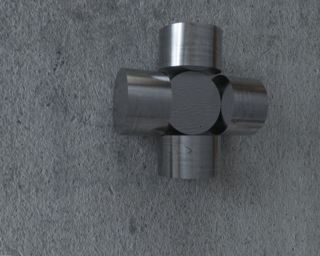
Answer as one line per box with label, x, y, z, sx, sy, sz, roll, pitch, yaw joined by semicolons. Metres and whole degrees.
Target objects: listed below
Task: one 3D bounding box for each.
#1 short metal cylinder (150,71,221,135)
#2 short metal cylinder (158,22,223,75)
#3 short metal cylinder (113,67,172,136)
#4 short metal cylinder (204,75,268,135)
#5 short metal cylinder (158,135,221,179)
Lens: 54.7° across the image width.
short metal cylinder;0.032;-0.031;0.410;0.081;0.050;0.079;0;90;-21
short metal cylinder;0.038;-0.097;0.395;0.081;0.080;0.050;2;90;-20
short metal cylinder;-0.024;-0.030;0.373;0.050;0.080;0.079;2;90;-20
short metal cylinder;0.099;-0.030;0.419;0.050;0.080;0.079;2;90;-20
short metal cylinder;0.037;0.034;0.396;0.081;0.080;0.050;0;90;-20
